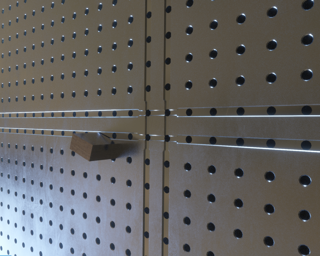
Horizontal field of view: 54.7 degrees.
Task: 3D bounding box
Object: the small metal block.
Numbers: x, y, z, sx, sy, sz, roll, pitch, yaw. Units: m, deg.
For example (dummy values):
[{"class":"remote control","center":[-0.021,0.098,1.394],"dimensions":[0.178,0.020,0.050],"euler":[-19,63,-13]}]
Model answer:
[{"class":"small metal block","center":[-0.100,0.028,0.473],"dimensions":[0.050,0.050,0.025],"euler":[24,105,37]}]
